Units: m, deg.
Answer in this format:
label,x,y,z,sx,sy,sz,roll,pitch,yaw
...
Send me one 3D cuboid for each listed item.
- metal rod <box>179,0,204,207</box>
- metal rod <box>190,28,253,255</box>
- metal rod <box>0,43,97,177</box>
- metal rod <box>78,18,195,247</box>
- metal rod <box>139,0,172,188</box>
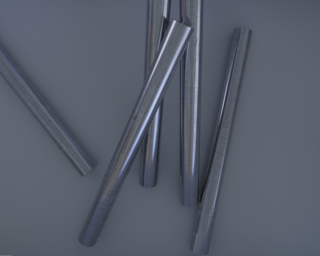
label,x,y,z,sx,sy,sz,roll,pitch,yaw
metal rod,0.035,-0.039,0.355,0.025,0.025,0.298,-2,113,0
metal rod,0.081,0.017,0.412,0.025,0.025,0.298,11,90,-1
metal rod,-0.186,-0.060,0.408,0.025,0.025,0.300,-38,91,0
metal rod,-0.037,0.023,0.358,0.025,0.025,0.298,25,111,-1
metal rod,-0.006,-0.061,0.349,0.025,0.025,0.298,4,116,-1
